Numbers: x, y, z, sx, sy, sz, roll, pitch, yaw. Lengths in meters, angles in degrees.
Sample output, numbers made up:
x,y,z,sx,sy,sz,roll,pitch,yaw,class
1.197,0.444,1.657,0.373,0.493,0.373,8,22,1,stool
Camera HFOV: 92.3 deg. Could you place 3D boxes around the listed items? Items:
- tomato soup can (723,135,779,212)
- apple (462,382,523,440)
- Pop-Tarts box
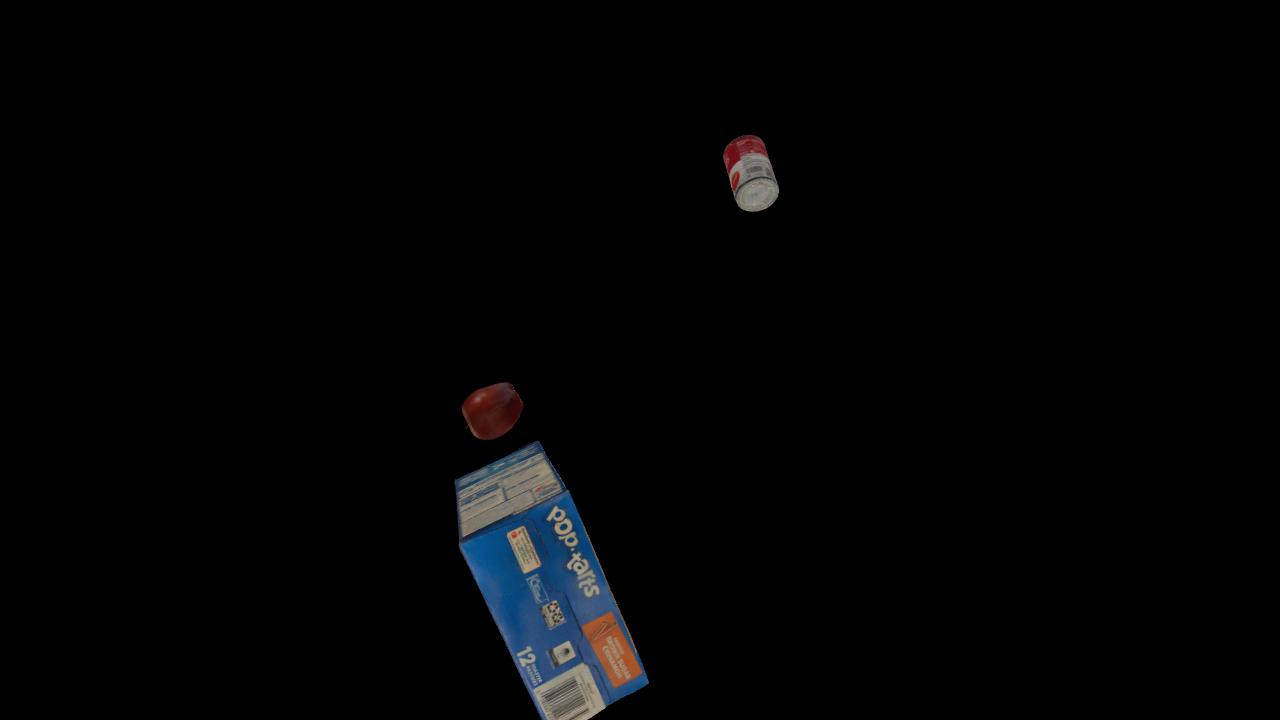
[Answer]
x,y,z,sx,sy,sz,roll,pitch,yaw,class
0.170,-0.284,0.941,0.068,0.101,0.068,-6,-34,-4,tomato soup can
-0.223,0.078,0.929,0.093,0.079,0.079,-32,8,-14,apple
-0.075,0.170,0.488,0.083,0.167,0.141,-23,13,-14,Pop-Tarts box
